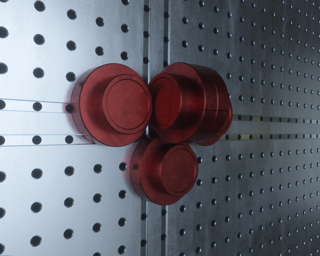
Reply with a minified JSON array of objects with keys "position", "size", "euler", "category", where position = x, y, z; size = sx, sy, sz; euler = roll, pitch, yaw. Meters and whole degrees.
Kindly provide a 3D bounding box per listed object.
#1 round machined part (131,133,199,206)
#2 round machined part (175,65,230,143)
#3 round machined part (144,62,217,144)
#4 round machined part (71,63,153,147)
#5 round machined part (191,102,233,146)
[{"position":[0.013,0.054,0.411],"size":[0.099,0.042,0.097],"euler":[0,90,-40],"category":"round machined part"},{"position":[0.050,-0.030,0.398],"size":[0.042,0.098,0.097],"euler":[-1,91,-40],"category":"round machined part"},{"position":[0.017,-0.030,0.369],"size":[0.042,0.098,0.097],"euler":[2,89,-40],"category":"round machined part"},{"position":[-0.048,-0.026,0.359],"size":[0.099,0.042,0.097],"euler":[0,90,-40],"category":"round machined part"},{"position":[0.070,-0.022,0.459],"size":[0.099,0.042,0.097],"euler":[0,90,-40],"category":"round machined part"}]
